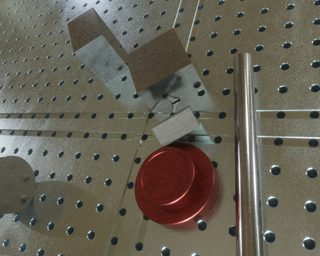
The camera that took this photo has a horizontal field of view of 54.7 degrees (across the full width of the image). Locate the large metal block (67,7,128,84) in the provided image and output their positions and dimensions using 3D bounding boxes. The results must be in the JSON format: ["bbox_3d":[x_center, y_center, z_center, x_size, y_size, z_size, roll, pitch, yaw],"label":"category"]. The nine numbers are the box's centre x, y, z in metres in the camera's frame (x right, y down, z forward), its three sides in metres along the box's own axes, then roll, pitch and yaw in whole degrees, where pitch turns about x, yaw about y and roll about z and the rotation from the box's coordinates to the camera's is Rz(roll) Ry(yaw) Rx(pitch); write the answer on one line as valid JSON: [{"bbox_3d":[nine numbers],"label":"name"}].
[{"bbox_3d":[-0.101,-0.134,0.508,0.050,0.080,0.080,-30,52,10],"label":"large metal block"}]

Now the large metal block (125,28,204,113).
[{"bbox_3d":[0.005,-0.082,0.440,0.080,0.050,0.080,-28,52,11],"label":"large metal block"}]

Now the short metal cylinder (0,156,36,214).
[{"bbox_3d":[-0.227,0.082,0.442,0.050,0.080,0.080,-10,57,23],"label":"short metal cylinder"}]

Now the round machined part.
[{"bbox_3d":[0.014,0.060,0.353,0.098,0.042,0.098,-13,56,21],"label":"round machined part"}]

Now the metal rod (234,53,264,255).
[{"bbox_3d":[0.094,0.040,0.334,0.025,0.025,0.299,-8,58,24],"label":"metal rod"}]

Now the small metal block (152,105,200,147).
[{"bbox_3d":[0.021,-0.004,0.381,0.050,0.050,0.025,-30,94,9],"label":"small metal block"}]
